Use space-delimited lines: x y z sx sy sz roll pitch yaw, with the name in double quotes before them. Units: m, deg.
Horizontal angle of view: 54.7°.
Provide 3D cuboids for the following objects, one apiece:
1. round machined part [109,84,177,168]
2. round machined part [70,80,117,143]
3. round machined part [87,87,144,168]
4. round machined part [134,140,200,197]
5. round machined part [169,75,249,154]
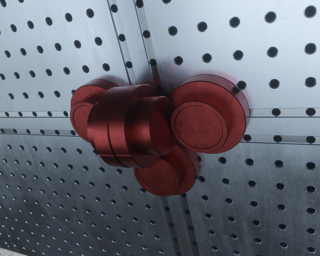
"round machined part" -0.013 -0.002 0.361 0.042 0.098 0.097 -1 118 28
"round machined part" -0.086 -0.015 0.434 0.098 0.042 0.097 13 124 20
"round machined part" -0.052 -0.001 0.381 0.042 0.098 0.097 1 119 27
"round machined part" 0.003 0.056 0.432 0.098 0.042 0.097 13 124 20
"round machined part" 0.051 -0.010 0.365 0.098 0.042 0.097 13 124 20
